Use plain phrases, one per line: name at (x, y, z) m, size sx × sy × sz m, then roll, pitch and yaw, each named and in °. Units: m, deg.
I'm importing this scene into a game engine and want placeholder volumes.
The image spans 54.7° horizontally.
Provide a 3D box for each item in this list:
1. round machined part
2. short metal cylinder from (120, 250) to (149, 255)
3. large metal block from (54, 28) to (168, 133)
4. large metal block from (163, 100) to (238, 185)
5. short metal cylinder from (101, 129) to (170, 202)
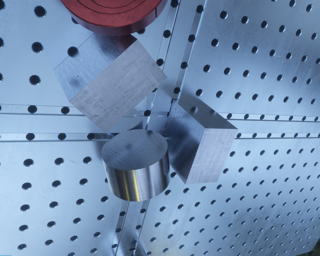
round machined part at (-0.039, -0.129, 0.277) m, size 0.099 × 0.042 × 0.097 m, roll 0°, pitch 85°, yaw 0°
short metal cylinder at (-0.045, 0.257, 0.529) m, size 0.081 × 0.050 × 0.079 m, roll -14°, pitch 124°, yaw -21°
large metal block at (-0.053, -0.055, 0.312) m, size 0.080 × 0.080 × 0.050 m, roll -42°, pitch 130°, yaw 1°
large metal block at (0.047, 0.017, 0.411) m, size 0.050 × 0.080 × 0.079 m, roll 2°, pitch 118°, yaw -29°
short metal cylinder at (-0.029, 0.045, 0.387) m, size 0.081 × 0.080 × 0.050 m, roll -18°, pitch 126°, yaw -18°
